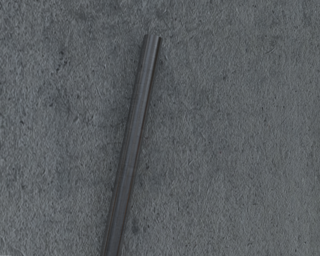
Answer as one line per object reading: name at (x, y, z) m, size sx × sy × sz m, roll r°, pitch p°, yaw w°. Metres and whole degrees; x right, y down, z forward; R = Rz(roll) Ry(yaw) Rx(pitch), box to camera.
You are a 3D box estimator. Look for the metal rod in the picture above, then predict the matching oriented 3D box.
metal rod at (-0.037, 0.029, 0.395) m, size 0.025 × 0.025 × 0.299 m, roll 12°, pitch 86°, yaw -20°
